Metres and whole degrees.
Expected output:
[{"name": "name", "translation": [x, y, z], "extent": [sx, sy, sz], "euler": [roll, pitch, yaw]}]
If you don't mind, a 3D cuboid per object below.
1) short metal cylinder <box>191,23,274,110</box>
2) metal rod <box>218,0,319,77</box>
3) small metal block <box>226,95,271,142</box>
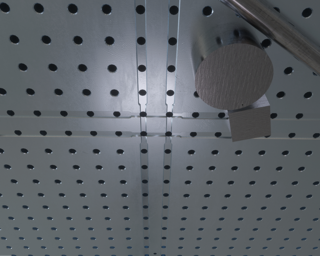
[{"name": "short metal cylinder", "translation": [0.076, -0.066, 0.340], "extent": [0.081, 0.050, 0.079], "euler": [0, 130, 0]}, {"name": "metal rod", "translation": [0.163, -0.084, 0.342], "extent": [0.301, 0.025, 0.025], "euler": [27, 125, -22]}, {"name": "small metal block", "translation": [0.115, -0.012, 0.403], "extent": [0.050, 0.025, 0.050], "euler": [-11, 130, 9]}]
